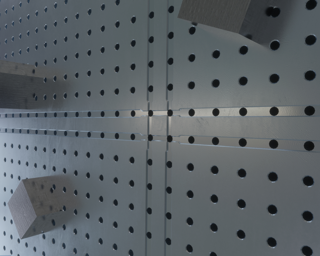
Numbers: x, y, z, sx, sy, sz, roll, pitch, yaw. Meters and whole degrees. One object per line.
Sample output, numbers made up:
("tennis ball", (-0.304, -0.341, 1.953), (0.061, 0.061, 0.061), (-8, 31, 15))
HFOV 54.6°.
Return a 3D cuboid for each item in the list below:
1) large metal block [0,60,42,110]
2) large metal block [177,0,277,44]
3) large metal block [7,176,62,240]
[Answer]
("large metal block", (-0.297, -0.085, 0.621), (0.050, 0.081, 0.080), (46, 118, 30))
("large metal block", (0.076, -0.144, 0.331), (0.080, 0.050, 0.080), (30, 109, 36))
("large metal block", (-0.242, 0.152, 0.595), (0.080, 0.050, 0.080), (-50, 61, 28))
